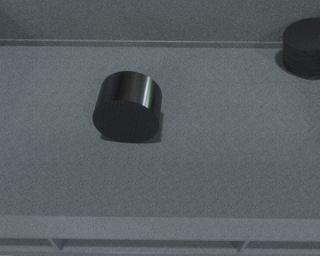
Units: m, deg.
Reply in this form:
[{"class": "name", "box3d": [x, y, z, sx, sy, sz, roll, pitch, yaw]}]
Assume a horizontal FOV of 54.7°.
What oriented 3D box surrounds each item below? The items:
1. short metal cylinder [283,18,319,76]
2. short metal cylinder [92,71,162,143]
[{"class": "short metal cylinder", "box3d": [0.235, -0.127, 0.484, 0.080, 0.050, 0.080, -10, 49, 12]}, {"class": "short metal cylinder", "box3d": [-0.039, -0.025, 0.390, 0.080, 0.080, 0.050, 3, 50, 3]}]
